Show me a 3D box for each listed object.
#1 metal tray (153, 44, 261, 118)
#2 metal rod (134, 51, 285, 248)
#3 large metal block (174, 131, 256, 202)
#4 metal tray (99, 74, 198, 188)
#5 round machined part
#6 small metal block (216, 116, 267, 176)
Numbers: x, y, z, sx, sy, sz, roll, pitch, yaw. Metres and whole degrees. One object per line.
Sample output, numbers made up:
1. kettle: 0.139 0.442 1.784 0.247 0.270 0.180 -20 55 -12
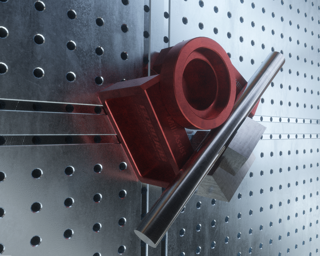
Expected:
1. metal tray: 0.065 -0.061 0.422 0.130 0.090 0.030 38 68 -34
2. metal rod: 0.074 0.003 0.355 0.301 0.025 0.025 -48 119 -29
3. large metal block: 0.072 0.049 0.432 0.080 0.080 0.050 -49 120 -29
4. metal tray: -0.011 0.008 0.359 0.030 0.090 0.129 -36 113 -34
5. round machined part: 0.037 -0.047 0.341 0.099 0.042 0.097 0 90 -40
6. small metal block: 0.096 0.023 0.369 0.025 0.050 0.050 33 61 13
